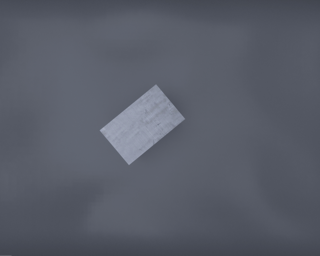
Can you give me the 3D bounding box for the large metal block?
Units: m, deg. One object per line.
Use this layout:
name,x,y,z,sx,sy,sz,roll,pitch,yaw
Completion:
large metal block,-0.019,-0.004,0.381,0.080,0.080,0.050,-40,90,0
